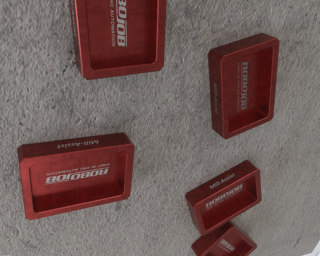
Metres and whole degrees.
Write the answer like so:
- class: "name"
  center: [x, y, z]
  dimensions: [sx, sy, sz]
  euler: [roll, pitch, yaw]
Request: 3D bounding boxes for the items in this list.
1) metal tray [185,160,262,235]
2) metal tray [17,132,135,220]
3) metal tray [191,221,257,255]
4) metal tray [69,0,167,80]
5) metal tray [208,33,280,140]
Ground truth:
- class: "metal tray"
  center: [0.114, 0.122, 0.541]
  dimensions: [0.131, 0.030, 0.090]
  euler: [-26, 128, -12]
- class: "metal tray"
  center: [-0.100, 0.058, 0.384]
  dimensions: [0.131, 0.030, 0.089]
  euler: [-7, 122, -25]
- class: "metal tray"
  center: [0.132, 0.238, 0.622]
  dimensions: [0.090, 0.030, 0.130]
  euler: [-44, 129, 2]
- class: "metal tray"
  center: [-0.041, -0.118, 0.307]
  dimensions: [0.091, 0.030, 0.129]
  euler: [-12, 124, -22]
- class: "metal tray"
  center: [0.117, -0.056, 0.432]
  dimensions: [0.091, 0.030, 0.129]
  euler: [-21, 127, -16]
